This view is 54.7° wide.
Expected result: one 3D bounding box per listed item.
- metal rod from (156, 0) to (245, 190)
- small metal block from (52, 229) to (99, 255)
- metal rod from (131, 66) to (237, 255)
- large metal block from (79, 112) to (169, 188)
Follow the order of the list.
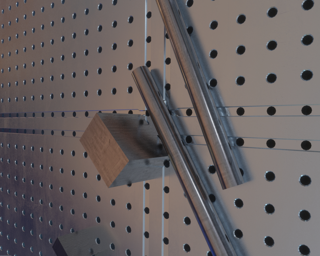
[{"bbox_3d":[0.037,-0.074,0.377,0.025,0.025,0.299,-28,73,36],"label":"metal rod"},{"bbox_3d":[-0.138,0.199,0.504,0.050,0.050,0.025,45,117,30],"label":"small metal block"},{"bbox_3d":[0.031,0.051,0.382,0.025,0.025,0.299,-37,68,33],"label":"metal rod"},{"bbox_3d":[-0.045,0.026,0.408,0.080,0.081,0.050,52,120,27],"label":"large metal block"}]
